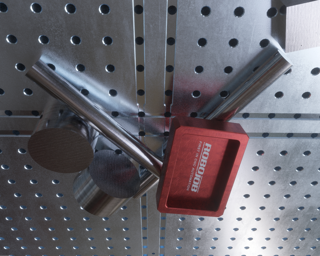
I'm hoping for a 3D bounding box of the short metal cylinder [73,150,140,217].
[{"bbox_3d":[-0.075,0.078,0.441,0.080,0.080,0.050,27,125,-22],"label":"short metal cylinder"}]

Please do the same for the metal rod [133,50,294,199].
[{"bbox_3d":[0.050,0.012,0.422,0.025,0.025,0.299,30,124,-23],"label":"metal rod"}]

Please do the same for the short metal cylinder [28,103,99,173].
[{"bbox_3d":[-0.123,0.014,0.405,0.081,0.050,0.079,0,130,0],"label":"short metal cylinder"}]

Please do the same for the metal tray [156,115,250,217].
[{"bbox_3d":[0.050,0.053,0.398,0.091,0.030,0.129,7,116,-9],"label":"metal tray"}]

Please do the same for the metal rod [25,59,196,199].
[{"bbox_3d":[-0.039,0.022,0.407,0.025,0.025,0.300,-38,115,27],"label":"metal rod"}]

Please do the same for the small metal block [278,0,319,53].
[{"bbox_3d":[0.152,-0.110,0.320,0.050,0.025,0.050,-10,130,8],"label":"small metal block"}]
